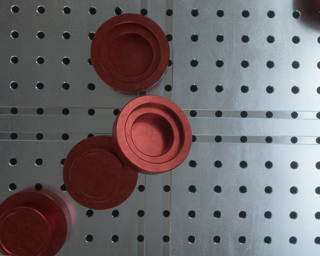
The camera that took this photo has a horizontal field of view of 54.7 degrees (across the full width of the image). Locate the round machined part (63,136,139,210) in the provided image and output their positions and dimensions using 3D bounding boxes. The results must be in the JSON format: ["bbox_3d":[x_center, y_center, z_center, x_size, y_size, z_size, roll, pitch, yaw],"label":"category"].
[{"bbox_3d":[-0.078,0.059,0.404,0.099,0.042,0.097,0,90,-1],"label":"round machined part"}]

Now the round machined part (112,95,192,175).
[{"bbox_3d":[-0.013,0.011,0.392,0.099,0.042,0.098,6,72,-20],"label":"round machined part"}]

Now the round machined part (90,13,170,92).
[{"bbox_3d":[-0.037,-0.094,0.404,0.099,0.042,0.097,0,90,-1],"label":"round machined part"}]

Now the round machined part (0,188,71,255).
[{"bbox_3d":[-0.171,0.131,0.403,0.099,0.042,0.097,0,90,-1],"label":"round machined part"}]
